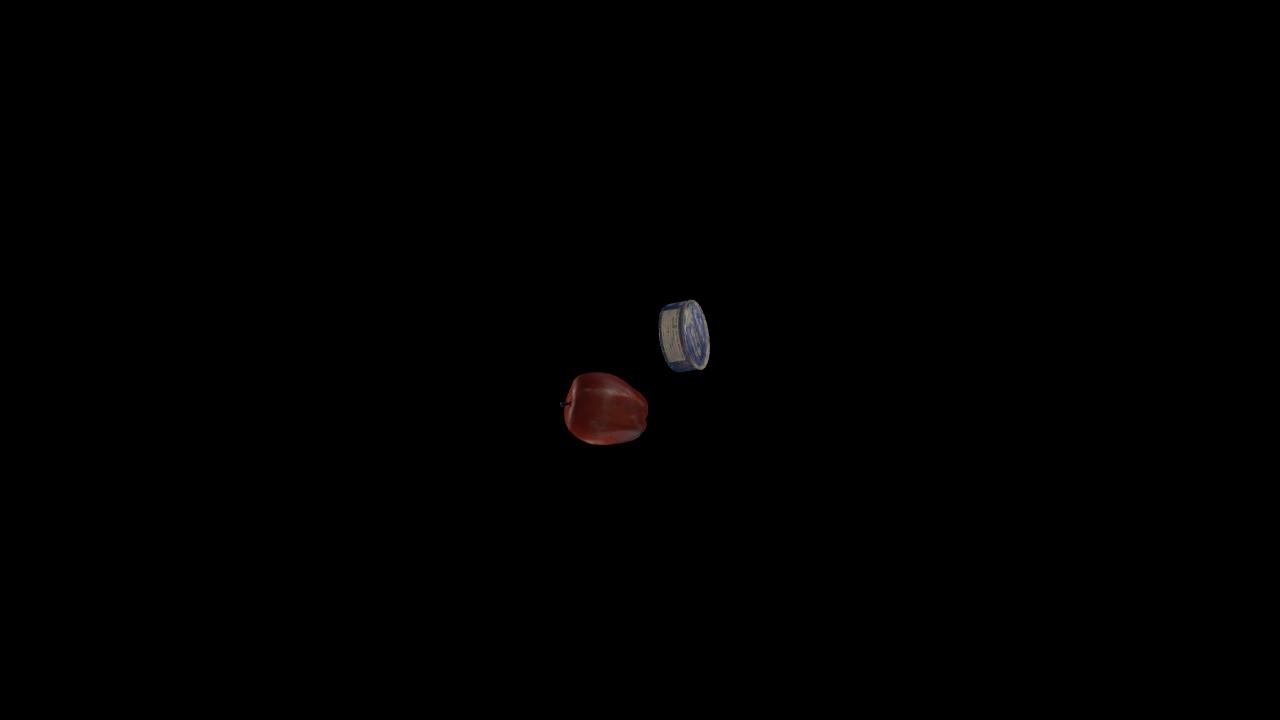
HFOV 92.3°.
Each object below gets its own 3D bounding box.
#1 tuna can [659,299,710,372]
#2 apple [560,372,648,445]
[{"bbox_3d":[0.053,-0.028,0.732,0.034,0.084,0.084,-8,-3,26],"label":"tuna can"},{"bbox_3d":[-0.039,0.053,0.655,0.093,0.079,0.079,12,-2,-8],"label":"apple"}]
